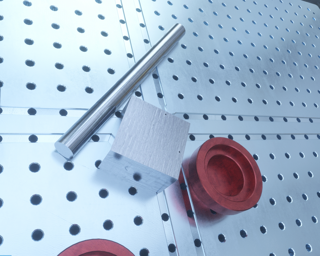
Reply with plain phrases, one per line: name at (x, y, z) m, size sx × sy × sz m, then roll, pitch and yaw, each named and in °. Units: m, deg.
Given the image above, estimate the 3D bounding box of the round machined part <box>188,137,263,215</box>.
round machined part at (0.080, 0.064, 0.401) m, size 0.099 × 0.042 × 0.098 m, roll 14°, pitch 56°, yaw -21°

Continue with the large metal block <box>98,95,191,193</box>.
large metal block at (-0.017, 0.020, 0.371) m, size 0.080 × 0.050 × 0.080 m, roll 26°, pitch 53°, yaw -13°

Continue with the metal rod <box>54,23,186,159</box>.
metal rod at (-0.036, -0.071, 0.431) m, size 0.025 × 0.025 × 0.301 m, roll 38°, pitch 51°, yaw -3°

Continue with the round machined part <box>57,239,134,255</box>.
round machined part at (-0.061, 0.152, 0.271) m, size 0.099 × 0.042 × 0.098 m, roll 14°, pitch 56°, yaw -21°
